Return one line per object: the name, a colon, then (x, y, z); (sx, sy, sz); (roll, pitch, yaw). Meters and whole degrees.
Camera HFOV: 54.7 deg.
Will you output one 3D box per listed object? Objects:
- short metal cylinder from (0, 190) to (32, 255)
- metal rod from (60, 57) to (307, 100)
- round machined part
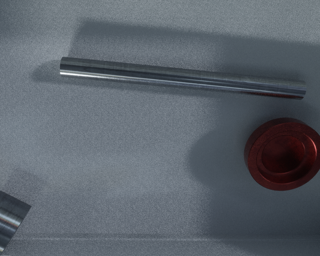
short metal cylinder: (-0.224, 0.133, 0.428); (0.050, 0.080, 0.080); (32, 107, -11)
metal rod: (0.031, -0.062, 0.388); (0.302, 0.025, 0.025); (5, 110, -3)
round machined part: (0.162, 0.032, 0.416); (0.099, 0.042, 0.097); (0, 110, -1)
